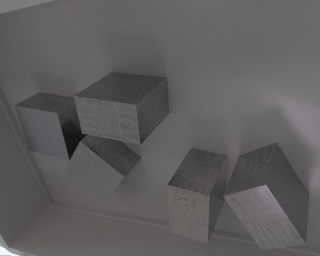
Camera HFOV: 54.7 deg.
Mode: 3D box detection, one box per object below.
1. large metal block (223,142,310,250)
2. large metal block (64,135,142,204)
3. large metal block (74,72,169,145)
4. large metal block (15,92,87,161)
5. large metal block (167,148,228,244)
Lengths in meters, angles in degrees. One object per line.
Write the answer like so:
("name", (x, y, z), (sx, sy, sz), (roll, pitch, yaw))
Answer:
("large metal block", (0.125, 0.077, 0.355), (0.050, 0.080, 0.080), (-28, 103, 37))
("large metal block", (-0.088, 0.056, 0.474), (0.080, 0.050, 0.080), (39, 129, 1))
("large metal block", (-0.043, -0.028, 0.379), (0.080, 0.080, 0.050), (10, 123, 23))
("large metal block", (-0.163, -0.004, 0.476), (0.080, 0.050, 0.079), (10, 123, 23))
("large metal block", (0.050, 0.085, 0.399), (0.050, 0.080, 0.079), (11, 123, 23))
